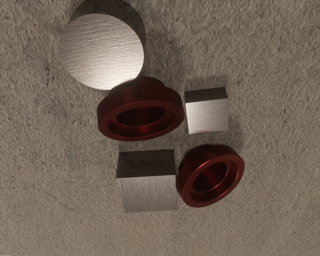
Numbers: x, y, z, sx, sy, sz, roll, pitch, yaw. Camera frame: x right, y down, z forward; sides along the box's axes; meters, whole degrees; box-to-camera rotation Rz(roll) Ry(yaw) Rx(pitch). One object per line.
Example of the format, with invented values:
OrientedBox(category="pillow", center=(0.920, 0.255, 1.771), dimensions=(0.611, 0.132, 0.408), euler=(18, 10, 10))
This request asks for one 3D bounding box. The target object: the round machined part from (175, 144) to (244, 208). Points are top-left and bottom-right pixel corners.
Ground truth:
OrientedBox(category="round machined part", center=(0.065, 0.062, 0.434), dimensions=(0.099, 0.042, 0.097), euler=(-16, 131, -19))

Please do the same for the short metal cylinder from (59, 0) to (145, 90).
OrientedBox(category="short metal cylinder", center=(-0.056, -0.086, 0.317), dimensions=(0.081, 0.050, 0.079), euler=(0, 130, 0))

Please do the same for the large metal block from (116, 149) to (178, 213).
OrientedBox(category="large metal block", center=(-0.016, 0.079, 0.458), dimensions=(0.080, 0.050, 0.079), euler=(-4, 130, 3))

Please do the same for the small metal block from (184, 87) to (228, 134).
OrientedBox(category="small metal block", center=(0.059, -0.021, 0.390), dimensions=(0.050, 0.025, 0.050), euler=(-7, 130, 5))

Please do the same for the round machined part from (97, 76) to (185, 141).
OrientedBox(category="round machined part", center=(-0.023, -0.024, 0.359), dimensions=(0.099, 0.042, 0.098), euler=(-9, 155, -4))
